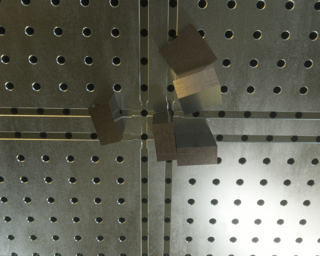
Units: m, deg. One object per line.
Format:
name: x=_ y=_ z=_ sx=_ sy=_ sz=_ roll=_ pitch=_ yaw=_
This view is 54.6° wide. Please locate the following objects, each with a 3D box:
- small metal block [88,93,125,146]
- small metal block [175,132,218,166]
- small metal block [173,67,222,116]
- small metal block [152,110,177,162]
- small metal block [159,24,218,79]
small metal block: x=-0.066 y=-0.012 z=0.395 sx=0.025 sy=0.050 sz=0.050 roll=-14 pitch=110 yaw=5
small metal block: x=0.047 y=0.027 z=0.410 sx=0.050 sy=0.050 sz=0.025 roll=-3 pitch=110 yaw=1
small metal block: x=0.047 y=-0.044 z=0.382 sx=0.050 sy=0.050 sz=0.025 roll=-18 pitch=66 yaw=6
small metal block: x=0.006 y=0.009 z=0.403 sx=0.025 sy=0.050 sz=0.050 roll=-6 pitch=110 yaw=2
small metal block: x=0.034 y=-0.091 z=0.380 sx=0.050 sy=0.025 sz=0.050 roll=-36 pitch=106 yaw=12
